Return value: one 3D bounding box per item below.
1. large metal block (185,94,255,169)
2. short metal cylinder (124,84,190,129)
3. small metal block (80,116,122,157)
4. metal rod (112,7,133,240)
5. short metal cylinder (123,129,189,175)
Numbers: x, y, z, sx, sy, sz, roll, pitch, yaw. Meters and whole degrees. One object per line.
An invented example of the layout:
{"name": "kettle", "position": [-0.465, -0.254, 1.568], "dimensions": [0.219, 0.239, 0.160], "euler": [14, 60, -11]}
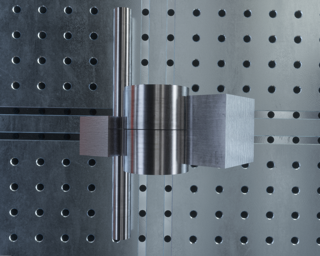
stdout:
{"name": "large metal block", "position": [0.075, 0.003, 0.375], "dimensions": [0.050, 0.081, 0.079], "euler": [1, 91, 38]}
{"name": "short metal cylinder", "position": [-0.004, -0.024, 0.382], "dimensions": [0.081, 0.080, 0.050], "euler": [1, 90, 0]}
{"name": "small metal block", "position": [-0.076, 0.010, 0.398], "dimensions": [0.050, 0.025, 0.050], "euler": [0, 89, 34]}
{"name": "metal rod", "position": [-0.050, -0.006, 0.408], "dimensions": [0.025, 0.025, 0.298], "euler": [0, 90, 0]}
{"name": "short metal cylinder", "position": [-0.004, 0.027, 0.382], "dimensions": [0.081, 0.080, 0.050], "euler": [1, 90, 0]}
